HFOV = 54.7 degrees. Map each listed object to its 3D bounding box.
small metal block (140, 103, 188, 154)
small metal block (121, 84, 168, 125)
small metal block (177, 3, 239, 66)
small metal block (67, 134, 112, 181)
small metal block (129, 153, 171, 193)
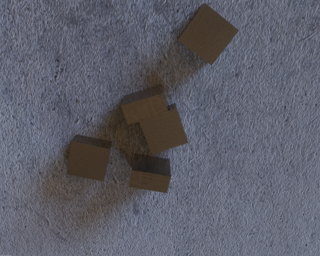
[{"bbox_3d":[0.005,0.001,0.410,0.050,0.025,0.050,-18,109,6],"label":"small metal block"},{"bbox_3d":[-0.018,-0.030,0.385,0.050,0.050,0.025,-16,109,6],"label":"small metal block"},{"bbox_3d":[0.056,-0.111,0.369,0.050,0.025,0.050,34,106,-12],"label":"small metal block"},{"bbox_3d":[-0.096,0.041,0.424,0.050,0.025,0.050,12,110,-5],"label":"small metal block"},{"bbox_3d":[-0.013,0.060,0.418,0.050,0.050,0.025,10,110,-4],"label":"small metal block"}]
